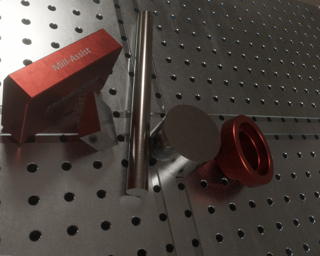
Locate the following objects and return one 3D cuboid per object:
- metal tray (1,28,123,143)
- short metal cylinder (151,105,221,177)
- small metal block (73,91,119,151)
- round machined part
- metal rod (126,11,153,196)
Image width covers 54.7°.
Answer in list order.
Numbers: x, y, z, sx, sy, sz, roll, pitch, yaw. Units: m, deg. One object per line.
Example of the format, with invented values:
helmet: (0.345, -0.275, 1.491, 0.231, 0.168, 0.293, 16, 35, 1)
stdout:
metal tray: (-0.105, -0.047, 0.339, 0.030, 0.090, 0.131, 44, 51, 2)
short metal cylinder: (0.031, 0.017, 0.400, 0.081, 0.050, 0.080, 14, 56, -21)
small metal block: (-0.073, -0.007, 0.355, 0.025, 0.050, 0.050, -19, 66, 7)
round machined part: (0.112, 0.034, 0.426, 0.098, 0.042, 0.098, 27, 50, -37)
metal rod: (-0.025, -0.055, 0.429, 0.025, 0.025, 0.299, 14, 56, -21)
